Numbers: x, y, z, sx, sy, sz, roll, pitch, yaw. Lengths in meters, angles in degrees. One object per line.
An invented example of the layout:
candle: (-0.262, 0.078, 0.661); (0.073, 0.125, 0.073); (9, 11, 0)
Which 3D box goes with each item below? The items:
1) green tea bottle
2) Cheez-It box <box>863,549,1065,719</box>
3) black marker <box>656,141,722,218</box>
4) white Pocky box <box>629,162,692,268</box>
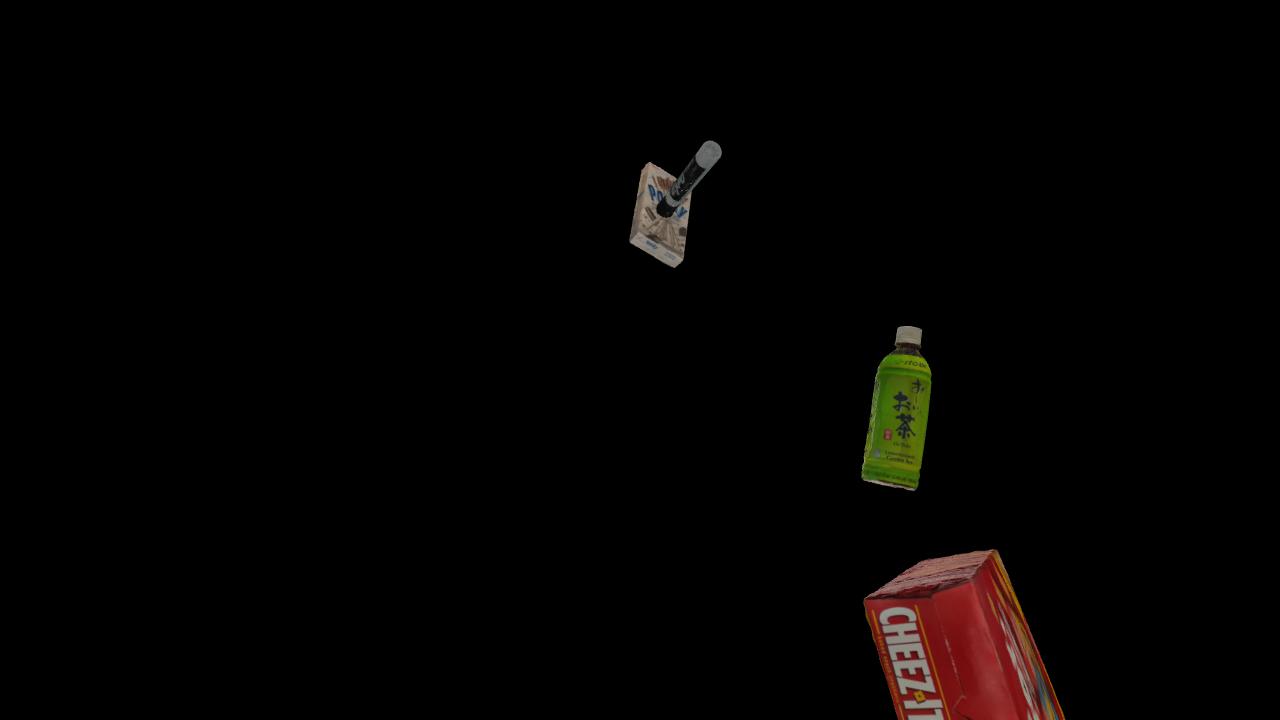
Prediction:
green tea bottle: (0.341, 0.060, 0.808); (0.073, 0.212, 0.073); (12, -10, 2)
Cheez-It box: (0.227, 0.221, 0.405); (0.071, 0.166, 0.223); (-23, -21, 28)
black marker: (0.043, -0.165, 0.579); (0.020, 0.020, 0.121); (0, -13, -19)
white Pocky box: (0.032, -0.215, 0.905); (0.084, 0.154, 0.028); (25, -37, -24)
